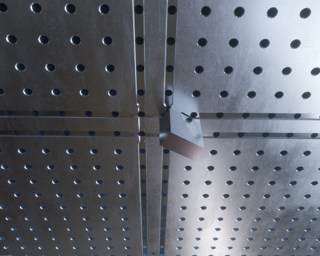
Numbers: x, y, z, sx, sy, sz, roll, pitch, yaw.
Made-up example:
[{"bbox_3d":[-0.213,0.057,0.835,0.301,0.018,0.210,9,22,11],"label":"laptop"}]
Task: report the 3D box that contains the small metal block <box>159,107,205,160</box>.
[{"bbox_3d":[0.027,0.007,0.402,0.050,0.050,0.025,26,125,-21],"label":"small metal block"}]
